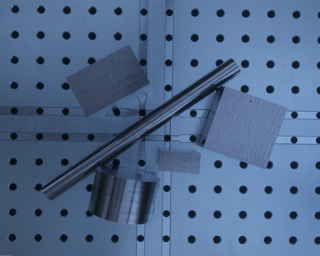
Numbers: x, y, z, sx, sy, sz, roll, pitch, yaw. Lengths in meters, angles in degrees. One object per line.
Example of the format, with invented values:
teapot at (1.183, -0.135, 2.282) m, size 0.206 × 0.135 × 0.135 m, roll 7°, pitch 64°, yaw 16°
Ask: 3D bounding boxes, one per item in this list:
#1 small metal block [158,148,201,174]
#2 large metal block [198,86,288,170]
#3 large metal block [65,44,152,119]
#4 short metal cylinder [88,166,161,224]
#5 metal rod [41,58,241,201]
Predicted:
small metal block at (0.024, 0.041, 0.401) m, size 0.050 × 0.050 × 0.025 m, roll 5°, pitch 90°, yaw -1°
large metal block at (0.103, 0.000, 0.400) m, size 0.080 × 0.050 × 0.080 m, roll 19°, pitch 90°, yaw -1°
large metal block at (-0.058, -0.053, 0.386) m, size 0.080 × 0.080 × 0.050 m, roll -28°, pitch 90°, yaw 0°
short metal cylinder at (-0.044, 0.081, 0.385) m, size 0.080 × 0.080 × 0.050 m, roll 12°, pitch 90°, yaw -1°
metal rod at (-0.024, 0.001, 0.412) m, size 0.301 × 0.025 × 0.025 m, roll -34°, pitch 90°, yaw -1°
